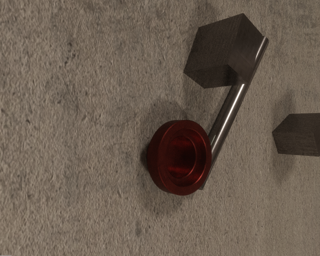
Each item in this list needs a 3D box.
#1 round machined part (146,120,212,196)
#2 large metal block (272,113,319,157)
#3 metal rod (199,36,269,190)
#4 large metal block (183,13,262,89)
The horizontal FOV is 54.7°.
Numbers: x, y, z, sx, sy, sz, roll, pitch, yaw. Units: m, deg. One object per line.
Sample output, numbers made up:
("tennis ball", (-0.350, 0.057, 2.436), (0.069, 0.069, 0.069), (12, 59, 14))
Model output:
("round machined part", (0.021, 0.038, 0.414), (0.099, 0.042, 0.097), (0, 90, -40))
("large metal block", (0.283, 0.011, 0.610), (0.081, 0.080, 0.050), (-36, 113, -34))
("metal rod", (0.118, -0.037, 0.506), (0.025, 0.025, 0.300), (44, 64, -32))
("large metal block", (0.090, -0.107, 0.447), (0.050, 0.080, 0.080), (30, 71, -36))
